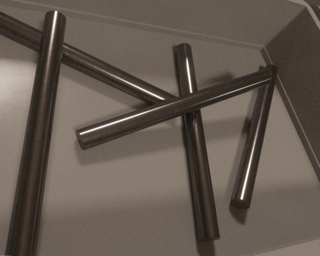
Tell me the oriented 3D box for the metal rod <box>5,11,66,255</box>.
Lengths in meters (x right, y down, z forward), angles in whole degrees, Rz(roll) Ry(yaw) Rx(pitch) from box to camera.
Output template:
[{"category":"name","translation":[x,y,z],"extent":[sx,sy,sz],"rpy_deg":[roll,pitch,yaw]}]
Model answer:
[{"category":"metal rod","translation":[-0.125,0.000,0.320],"extent":[0.025,0.025,0.299],"rpy_deg":[10,63,-24]}]

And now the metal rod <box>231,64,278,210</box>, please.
[{"category":"metal rod","translation":[0.158,-0.006,0.496],"extent":[0.025,0.025,0.301],"rpy_deg":[33,51,-7]}]

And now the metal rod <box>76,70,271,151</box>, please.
[{"category":"metal rod","translation":[0.037,-0.033,0.417],"extent":[0.302,0.025,0.025],"rpy_deg":[-20,73,-26]}]

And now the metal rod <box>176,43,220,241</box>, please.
[{"category":"metal rod","translation":[0.048,-0.001,0.433],"extent":[0.025,0.025,0.299],"rpy_deg":[10,57,-23]}]

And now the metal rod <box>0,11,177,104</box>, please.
[{"category":"metal rod","translation":[-0.111,-0.091,0.402],"extent":[0.302,0.025,0.025],"rpy_deg":[24,53,-14]}]
